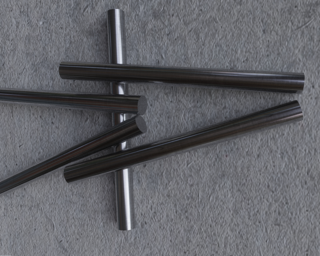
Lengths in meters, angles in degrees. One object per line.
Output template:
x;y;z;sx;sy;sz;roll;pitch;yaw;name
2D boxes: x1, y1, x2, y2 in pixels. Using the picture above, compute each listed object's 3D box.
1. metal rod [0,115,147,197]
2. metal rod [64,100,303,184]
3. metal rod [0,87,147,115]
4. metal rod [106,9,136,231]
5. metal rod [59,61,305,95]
-0.149;0.050;0.446;0.300;0.025;0.025;-24;82;23;metal rod
0.018;0.022;0.386;0.301;0.025;0.025;-17;85;12;metal rod
-0.158;-0.042;0.449;0.301;0.025;0.025;6;92;25;metal rod
-0.054;-0.012;0.428;0.025;0.025;0.298;-3;89;19;metal rod
0.016;-0.065;0.387;0.301;0.025;0.025;5;92;13;metal rod
